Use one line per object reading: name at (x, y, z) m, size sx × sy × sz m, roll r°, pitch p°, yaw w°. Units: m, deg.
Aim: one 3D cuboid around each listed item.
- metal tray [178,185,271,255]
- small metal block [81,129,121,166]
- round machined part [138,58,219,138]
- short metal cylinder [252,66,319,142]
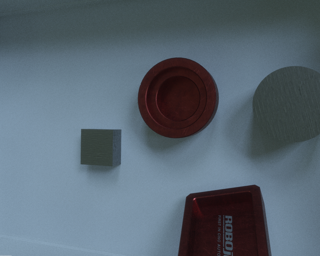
metal tray at (0.069, 0.122, 0.333) m, size 0.090 × 0.130 × 0.030 m, roll -12°, pitch 120°, yaw 19°
small metal block at (-0.083, 0.027, 0.439) m, size 0.050 × 0.025 × 0.050 m, roll 1°, pitch 90°, yaw 19°
round machined part at (0.025, -0.036, 0.392) m, size 0.098 × 0.042 × 0.097 m, roll 0°, pitch 90°, yaw 19°
short metal cylinder at (0.147, -0.025, 0.346) m, size 0.080 × 0.050 × 0.079 m, roll 0°, pitch 90°, yaw 19°
